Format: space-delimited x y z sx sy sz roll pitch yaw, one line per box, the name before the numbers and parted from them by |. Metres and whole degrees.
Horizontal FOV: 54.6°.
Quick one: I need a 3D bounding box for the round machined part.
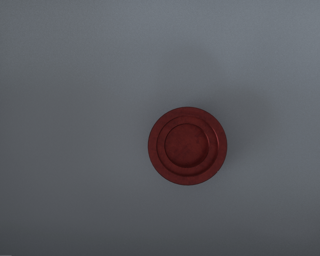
round machined part | 0.034 0.022 0.403 0.099 0.042 0.097 0 90 0
